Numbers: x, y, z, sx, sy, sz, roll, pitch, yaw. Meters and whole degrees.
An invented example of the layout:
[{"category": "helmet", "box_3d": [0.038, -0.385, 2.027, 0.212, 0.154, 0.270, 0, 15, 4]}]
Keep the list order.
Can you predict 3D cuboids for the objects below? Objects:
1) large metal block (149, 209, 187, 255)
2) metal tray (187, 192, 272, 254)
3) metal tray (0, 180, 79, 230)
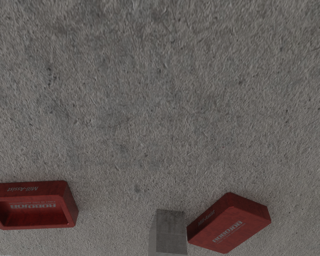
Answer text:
[{"category": "large metal block", "box_3d": [0.011, 0.201, 0.543, 0.050, 0.080, 0.079, 9, 130, -7]}, {"category": "metal tray", "box_3d": [0.119, 0.174, 0.553, 0.090, 0.030, 0.129, 24, 126, -19]}, {"category": "metal tray", "box_3d": [-0.211, 0.129, 0.511, 0.131, 0.030, 0.089, -3, 130, 2]}]
